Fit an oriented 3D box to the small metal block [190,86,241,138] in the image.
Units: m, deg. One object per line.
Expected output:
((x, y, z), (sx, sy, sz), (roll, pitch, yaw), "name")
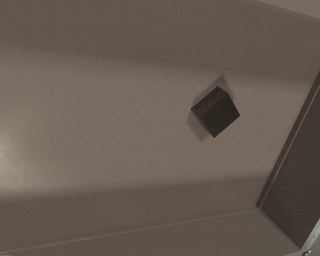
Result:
((0.080, -0.022, 0.441), (0.050, 0.025, 0.050), (-41, 130, -1), "small metal block")
